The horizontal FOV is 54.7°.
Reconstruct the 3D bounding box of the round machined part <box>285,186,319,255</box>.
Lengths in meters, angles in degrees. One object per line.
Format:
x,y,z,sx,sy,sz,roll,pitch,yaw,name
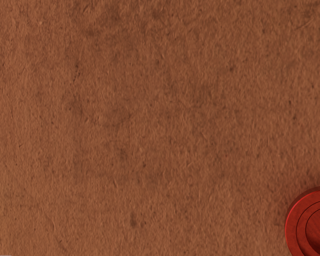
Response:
0.187,0.110,0.334,0.098,0.042,0.097,0,90,19,round machined part
